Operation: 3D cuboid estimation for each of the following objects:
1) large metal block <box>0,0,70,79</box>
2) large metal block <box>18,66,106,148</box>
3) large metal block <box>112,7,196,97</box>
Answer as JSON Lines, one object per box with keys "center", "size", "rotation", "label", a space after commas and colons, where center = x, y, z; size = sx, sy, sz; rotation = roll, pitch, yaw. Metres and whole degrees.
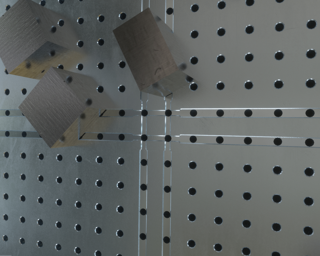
{"center": [-0.198, -0.133, 0.467], "size": [0.080, 0.050, 0.080], "rotation": [-33, 80, 16], "label": "large metal block"}
{"center": [-0.141, -0.028, 0.447], "size": [0.080, 0.050, 0.080], "rotation": [-46, 76, 14], "label": "large metal block"}
{"center": [-0.004, -0.088, 0.384], "size": [0.050, 0.080, 0.080], "rotation": [-27, 81, 18], "label": "large metal block"}
